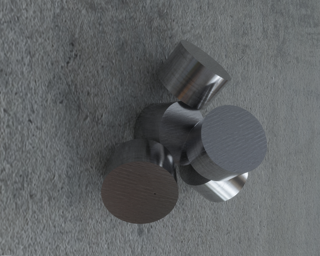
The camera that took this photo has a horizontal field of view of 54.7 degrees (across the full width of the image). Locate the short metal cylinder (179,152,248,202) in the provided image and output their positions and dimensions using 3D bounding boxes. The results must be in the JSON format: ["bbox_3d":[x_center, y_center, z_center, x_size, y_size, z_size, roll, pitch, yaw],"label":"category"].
[{"bbox_3d":[0.074,0.056,0.432,0.050,0.080,0.080,42,64,-32],"label":"short metal cylinder"}]

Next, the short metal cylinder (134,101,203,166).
[{"bbox_3d":[0.013,0.006,0.401,0.081,0.050,0.080,0,89,-40],"label":"short metal cylinder"}]

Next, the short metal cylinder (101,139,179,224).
[{"bbox_3d":[-0.021,0.059,0.345,0.081,0.050,0.079,-1,115,-1],"label":"short metal cylinder"}]

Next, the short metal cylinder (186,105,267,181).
[{"bbox_3d":[0.077,0.019,0.368,0.081,0.050,0.080,5,69,-14],"label":"short metal cylinder"}]

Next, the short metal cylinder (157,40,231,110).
[{"bbox_3d":[0.044,-0.068,0.399,0.080,0.080,0.050,17,122,-39],"label":"short metal cylinder"}]
